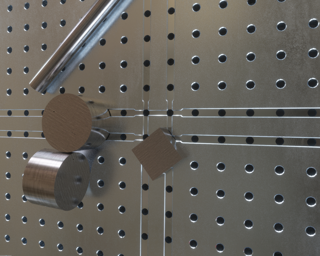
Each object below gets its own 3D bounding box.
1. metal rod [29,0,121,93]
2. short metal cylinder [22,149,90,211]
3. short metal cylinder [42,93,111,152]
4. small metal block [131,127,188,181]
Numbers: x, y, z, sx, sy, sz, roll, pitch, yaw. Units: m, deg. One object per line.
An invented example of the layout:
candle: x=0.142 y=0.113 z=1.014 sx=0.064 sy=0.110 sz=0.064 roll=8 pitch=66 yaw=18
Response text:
metal rod: x=-0.088 y=-0.166 z=0.443 sx=0.299 sy=0.025 sz=0.025 roll=-45 pitch=76 yaw=14
short metal cylinder: x=-0.142 y=0.071 z=0.433 sx=0.050 sy=0.080 sz=0.079 roll=6 pitch=92 yaw=20
short metal cylinder: x=-0.118 y=-0.007 z=0.441 sx=0.080 sy=0.050 sz=0.079 roll=0 pitch=90 yaw=20
small metal block: x=-0.001 y=0.034 z=0.413 sx=0.050 sy=0.025 sz=0.050 roll=-39 pitch=78 yaw=15
